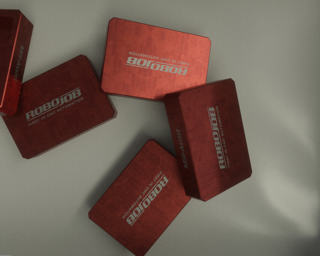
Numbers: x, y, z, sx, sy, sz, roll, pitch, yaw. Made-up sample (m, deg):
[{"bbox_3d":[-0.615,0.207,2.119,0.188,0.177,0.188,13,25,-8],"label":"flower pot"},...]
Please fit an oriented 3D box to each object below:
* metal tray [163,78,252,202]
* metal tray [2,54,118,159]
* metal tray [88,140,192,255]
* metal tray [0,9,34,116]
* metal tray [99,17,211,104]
[{"bbox_3d":[0.062,0.012,0.379,0.091,0.030,0.129,-19,100,-32],"label":"metal tray"},{"bbox_3d":[-0.134,-0.027,0.407,0.131,0.030,0.090,-27,90,-1],"label":"metal tray"},{"bbox_3d":[-0.018,0.090,0.409,0.090,0.030,0.130,39,90,-1],"label":"metal tray"},{"bbox_3d":[-0.218,-0.083,0.386,0.090,0.030,0.129,4,77,7],"label":"metal tray"},{"bbox_3d":[-0.006,-0.079,0.393,0.131,0.030,0.089,7,90,-15],"label":"metal tray"}]
